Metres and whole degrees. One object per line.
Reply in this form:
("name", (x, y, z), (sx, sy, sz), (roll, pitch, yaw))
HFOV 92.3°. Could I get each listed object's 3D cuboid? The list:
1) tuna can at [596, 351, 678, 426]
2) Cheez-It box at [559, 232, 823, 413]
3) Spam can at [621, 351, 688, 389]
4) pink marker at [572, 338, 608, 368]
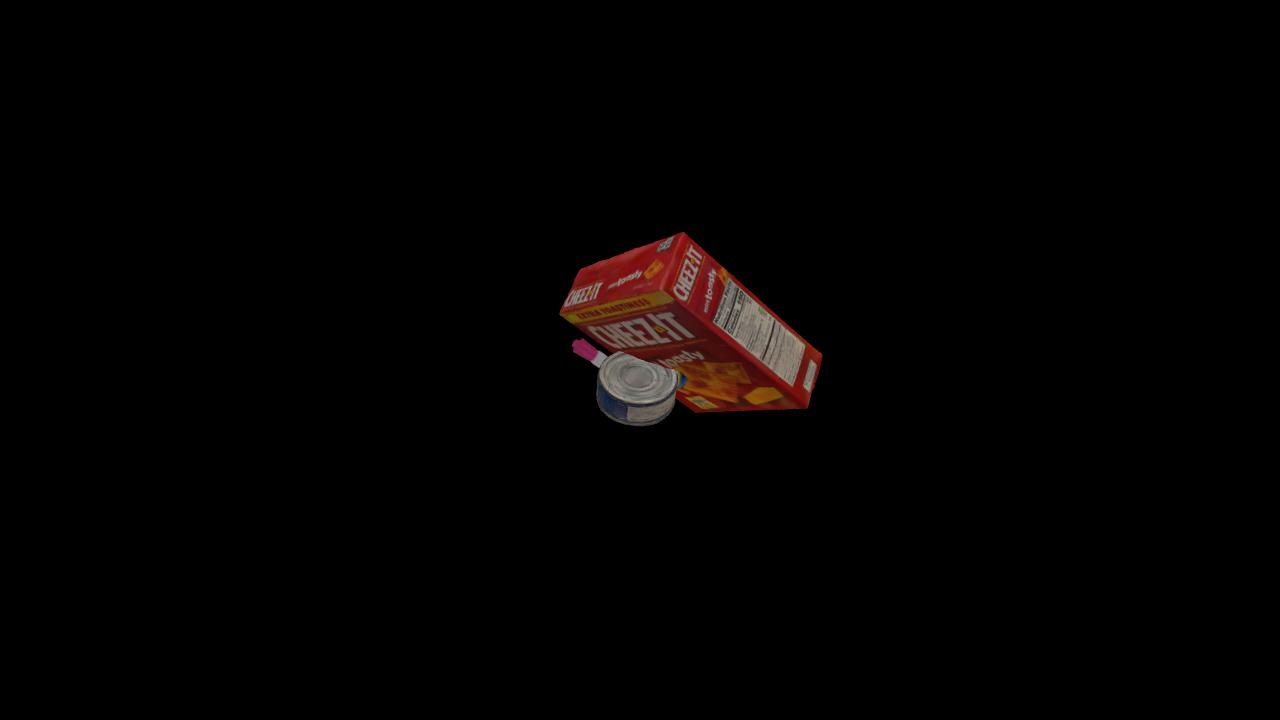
("tuna can", (-0.003, 0.026, 0.638), (0.084, 0.034, 0.084), (3, 43, -3))
("Cheez-It box", (0.053, -0.024, 0.631), (0.223, 0.071, 0.166), (36, -26, -31))
("Spam can", (0.042, -0.021, 0.682), (0.085, 0.101, 0.058), (-23, -13, -36))
("pink marker", (-0.029, 0.011, 0.713), (0.121, 0.020, 0.020), (35, -17, -26))
